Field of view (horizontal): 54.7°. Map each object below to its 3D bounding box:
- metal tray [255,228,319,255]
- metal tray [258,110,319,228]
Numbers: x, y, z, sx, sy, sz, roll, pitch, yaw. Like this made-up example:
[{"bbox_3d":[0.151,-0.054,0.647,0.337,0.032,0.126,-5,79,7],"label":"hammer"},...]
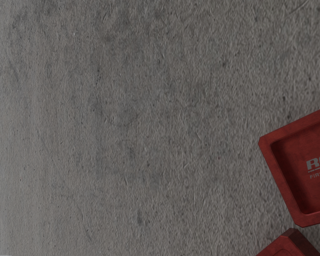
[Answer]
[{"bbox_3d":[0.115,0.174,0.306,0.090,0.030,0.129,51,120,28],"label":"metal tray"},{"bbox_3d":[0.163,0.024,0.266,0.130,0.030,0.090,-32,70,35],"label":"metal tray"}]
